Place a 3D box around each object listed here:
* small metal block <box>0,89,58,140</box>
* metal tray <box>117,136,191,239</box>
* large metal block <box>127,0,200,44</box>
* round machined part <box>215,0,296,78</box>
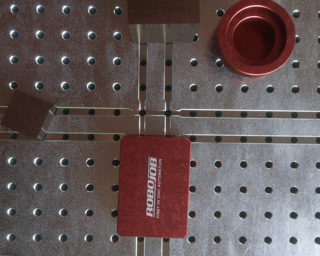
[{"bbox_3d":[-0.173,-0.018,0.411,0.050,0.025,0.050,23,90,-1],"label":"small metal block"},{"bbox_3d":[-0.008,0.076,0.411,0.091,0.030,0.129,2,90,-1],"label":"metal tray"},{"bbox_3d":[0.004,-0.142,0.386,0.081,0.080,0.050,-1,90,-1],"label":"large metal block"},{"bbox_3d":[0.121,-0.115,0.406,0.099,0.042,0.097,0,90,-1],"label":"round machined part"}]
